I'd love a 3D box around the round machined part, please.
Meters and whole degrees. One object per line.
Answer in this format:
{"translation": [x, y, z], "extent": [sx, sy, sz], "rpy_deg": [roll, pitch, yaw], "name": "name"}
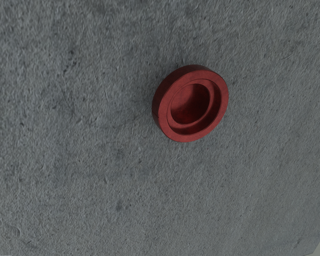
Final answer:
{"translation": [0.034, -0.034, 0.393], "extent": [0.099, 0.042, 0.097], "rpy_deg": [-14, 124, -21], "name": "round machined part"}
